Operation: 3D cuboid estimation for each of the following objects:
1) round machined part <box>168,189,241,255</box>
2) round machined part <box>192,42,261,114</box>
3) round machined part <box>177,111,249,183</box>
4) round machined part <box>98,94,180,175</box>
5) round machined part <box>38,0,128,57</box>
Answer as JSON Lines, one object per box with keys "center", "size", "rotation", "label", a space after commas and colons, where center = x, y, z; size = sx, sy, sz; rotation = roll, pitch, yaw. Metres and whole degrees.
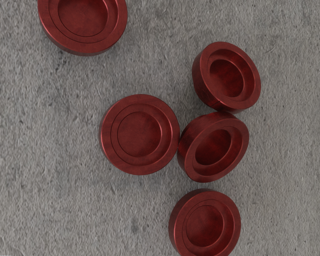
{"center": [0.057, 0.131, 0.421], "size": [0.099, 0.042, 0.097], "rotation": [0, 90, -20], "label": "round machined part"}
{"center": [0.085, -0.064, 0.421], "size": [0.099, 0.042, 0.098], "rotation": [9, 68, -24], "label": "round machined part"}
{"center": [0.065, 0.021, 0.409], "size": [0.099, 0.042, 0.097], "rotation": [-15, 126, -22], "label": "round machined part"}
{"center": [-0.028, 0.008, 0.390], "size": [0.099, 0.042, 0.097], "rotation": [0, 90, -20], "label": "round machined part"}
{"center": [-0.091, -0.133, 0.366], "size": [0.099, 0.042, 0.097], "rotation": [0, 90, -20], "label": "round machined part"}
